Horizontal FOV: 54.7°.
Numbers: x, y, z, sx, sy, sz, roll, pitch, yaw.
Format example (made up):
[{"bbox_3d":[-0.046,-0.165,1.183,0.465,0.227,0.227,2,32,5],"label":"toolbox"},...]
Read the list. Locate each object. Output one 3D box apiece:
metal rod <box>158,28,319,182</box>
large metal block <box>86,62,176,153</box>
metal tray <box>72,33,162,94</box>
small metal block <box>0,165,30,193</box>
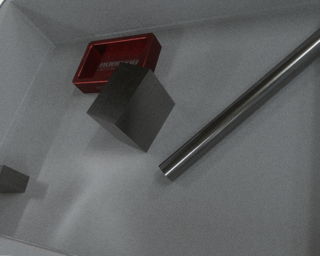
[{"bbox_3d":[0.121,-0.043,0.368,0.300,0.025,0.025,-41,51,0],"label":"metal rod"},{"bbox_3d":[-0.034,-0.026,0.403,0.050,0.080,0.080,20,72,35],"label":"large metal block"},{"bbox_3d":[-0.070,-0.103,0.500,0.130,0.030,0.090,1,62,28],"label":"metal tray"},{"bbox_3d":[-0.236,0.078,0.463,0.050,0.050,0.025,-7,59,24],"label":"small metal block"}]
